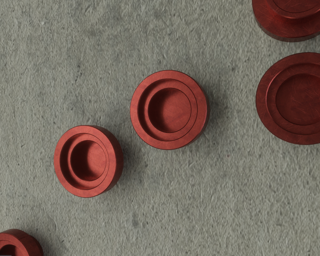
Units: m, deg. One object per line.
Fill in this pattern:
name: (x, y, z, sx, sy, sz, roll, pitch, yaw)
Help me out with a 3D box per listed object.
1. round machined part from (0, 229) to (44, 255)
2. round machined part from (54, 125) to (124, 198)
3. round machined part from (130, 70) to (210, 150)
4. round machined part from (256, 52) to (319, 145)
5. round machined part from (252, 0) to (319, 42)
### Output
round machined part: (-0.221, 0.204, 0.478, 0.098, 0.042, 0.097, 0, 90, 20)
round machined part: (-0.095, 0.045, 0.433, 0.098, 0.042, 0.097, 0, 90, 20)
round machined part: (0.015, -0.022, 0.395, 0.098, 0.042, 0.097, 0, 90, 20)
round machined part: (0.159, -0.031, 0.344, 0.098, 0.042, 0.097, 0, 90, 20)
round machined part: (0.153, -0.150, 0.346, 0.098, 0.042, 0.097, 0, 90, 20)
